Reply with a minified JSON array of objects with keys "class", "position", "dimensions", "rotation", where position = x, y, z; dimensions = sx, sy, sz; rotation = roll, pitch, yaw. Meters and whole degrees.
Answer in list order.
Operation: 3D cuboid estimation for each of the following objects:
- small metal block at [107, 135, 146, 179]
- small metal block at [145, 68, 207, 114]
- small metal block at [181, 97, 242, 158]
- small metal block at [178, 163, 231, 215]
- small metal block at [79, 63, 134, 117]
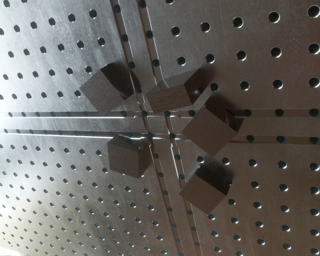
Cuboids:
[{"class":"small metal block","position":[-0.049,0.043,0.464],"dimensions":[0.050,0.025,0.050],"rotation":[14,124,20]},{"class":"small metal block","position":[0.019,-0.043,0.359],"dimensions":[0.050,0.050,0.025],"rotation":[-11,113,33]},{"class":"small metal block","position":[0.062,0.000,0.379],"dimensions":[0.050,0.025,0.050],"rotation":[38,129,2]},{"class":"small metal block","position":[0.062,0.086,0.432],"dimensions":[0.050,0.025,0.050],"rotation":[34,129,5]},{"class":"small metal block","position":[-0.072,-0.051,0.419],"dimensions":[0.050,0.025,0.050],"rotation":[-30,102,38]}]
